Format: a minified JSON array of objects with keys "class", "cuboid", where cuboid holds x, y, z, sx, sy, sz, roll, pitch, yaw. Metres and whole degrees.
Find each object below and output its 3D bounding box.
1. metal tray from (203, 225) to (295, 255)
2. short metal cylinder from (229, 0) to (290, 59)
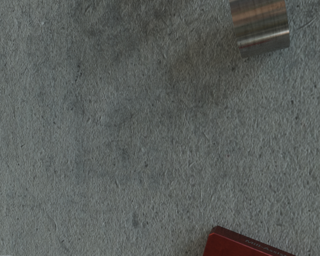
[{"class":"metal tray","cuboid":[0.112,0.184,0.367,0.130,0.030,0.089,17,96,19]},{"class":"short metal cylinder","cuboid":[0.109,-0.122,0.341,0.050,0.080,0.080,-11,87,20]}]
